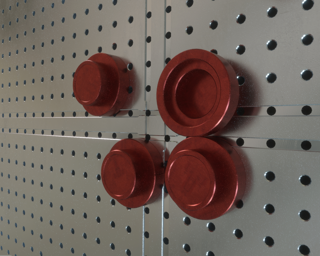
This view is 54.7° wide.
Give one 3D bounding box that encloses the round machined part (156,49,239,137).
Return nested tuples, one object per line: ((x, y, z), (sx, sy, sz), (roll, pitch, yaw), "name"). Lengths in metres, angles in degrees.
((0.046, -0.039, 0.359), (0.098, 0.042, 0.097), (0, 90, 39), "round machined part")

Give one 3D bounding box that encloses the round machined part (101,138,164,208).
((-0.044, 0.063, 0.433), (0.098, 0.042, 0.097), (0, 90, 39), "round machined part")

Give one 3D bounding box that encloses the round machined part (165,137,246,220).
((0.045, 0.058, 0.360), (0.098, 0.042, 0.097), (0, 90, 39), "round machined part")

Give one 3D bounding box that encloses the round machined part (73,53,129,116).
((-0.097, -0.067, 0.475), (0.098, 0.042, 0.097), (0, 90, 39), "round machined part")
